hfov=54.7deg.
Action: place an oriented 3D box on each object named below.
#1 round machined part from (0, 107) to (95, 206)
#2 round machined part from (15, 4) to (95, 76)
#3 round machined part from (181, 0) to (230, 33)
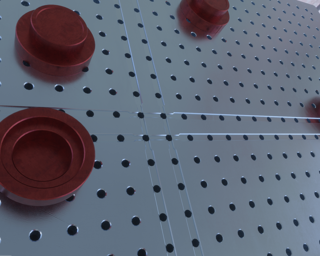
[{"bbox_3d":[-0.120,0.031,0.314,0.099,0.042,0.098,14,56,-21],"label":"round machined part"},{"bbox_3d":[-0.132,-0.119,0.400,0.099,0.042,0.098,14,56,-21],"label":"round machined part"},{"bbox_3d":[0.093,-0.234,0.592,0.099,0.042,0.098,14,56,-21],"label":"round machined part"}]
